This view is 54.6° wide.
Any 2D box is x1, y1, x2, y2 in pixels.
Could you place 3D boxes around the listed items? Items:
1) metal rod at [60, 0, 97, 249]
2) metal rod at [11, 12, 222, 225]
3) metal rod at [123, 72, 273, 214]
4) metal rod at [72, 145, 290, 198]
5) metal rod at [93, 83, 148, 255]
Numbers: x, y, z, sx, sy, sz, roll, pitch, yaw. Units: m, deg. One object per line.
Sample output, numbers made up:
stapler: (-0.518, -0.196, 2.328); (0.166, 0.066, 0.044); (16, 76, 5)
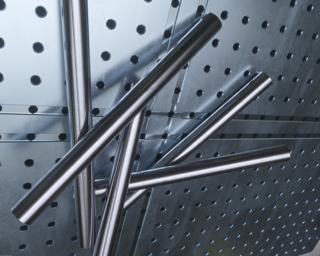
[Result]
metal rod: (-0.088, 0.012, 0.348); (0.025, 0.025, 0.298); (-8, 115, -24)
metal rod: (-0.037, -0.019, 0.338); (0.300, 0.025, 0.025); (-47, 130, -11)
metal rod: (0.040, 0.026, 0.448); (0.300, 0.025, 0.025); (-41, 129, 0)
metal rod: (0.036, 0.060, 0.428); (0.302, 0.025, 0.025); (-9, 123, -9)
metal rod: (-0.057, 0.093, 0.389); (0.025, 0.025, 0.298); (9, 99, -32)
